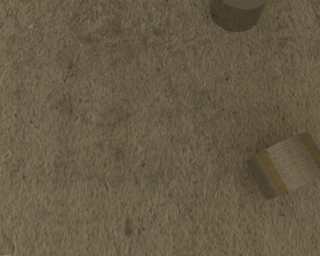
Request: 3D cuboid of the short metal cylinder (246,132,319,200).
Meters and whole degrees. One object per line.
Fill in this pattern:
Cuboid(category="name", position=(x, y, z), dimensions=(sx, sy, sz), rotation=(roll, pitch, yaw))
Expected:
Cuboid(category="short metal cylinder", position=(0.150, 0.045, 0.364), dimensions=(0.080, 0.080, 0.050), rotation=(-22, 72, -8))

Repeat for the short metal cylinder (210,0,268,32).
Cuboid(category="short metal cylinder", position=(0.119, -0.194, 0.467), dimensions=(0.081, 0.050, 0.080), rotation=(0, 70, 0))
